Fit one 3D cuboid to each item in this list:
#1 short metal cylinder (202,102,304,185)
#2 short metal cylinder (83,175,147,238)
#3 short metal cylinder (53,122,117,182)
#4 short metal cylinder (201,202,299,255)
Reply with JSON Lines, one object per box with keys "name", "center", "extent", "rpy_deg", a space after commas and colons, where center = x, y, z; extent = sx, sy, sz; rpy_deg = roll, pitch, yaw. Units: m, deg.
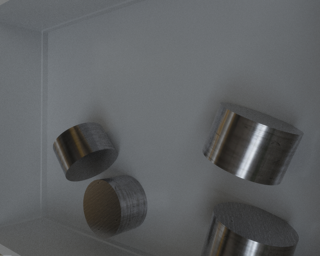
{"name": "short metal cylinder", "center": [0.088, 0.013, 0.299], "extent": [0.080, 0.081, 0.050], "rpy_deg": [30, 109, 36]}
{"name": "short metal cylinder", "center": [-0.065, 0.111, 0.444], "extent": [0.080, 0.050, 0.080], "rpy_deg": [0, 90, 40]}
{"name": "short metal cylinder", "center": [-0.111, 0.036, 0.463], "extent": [0.080, 0.081, 0.050], "rpy_deg": [-48, 62, 29]}
{"name": "short metal cylinder", "center": [0.085, 0.114, 0.301], "extent": [0.080, 0.081, 0.050], "rpy_deg": [21, 104, 38]}
